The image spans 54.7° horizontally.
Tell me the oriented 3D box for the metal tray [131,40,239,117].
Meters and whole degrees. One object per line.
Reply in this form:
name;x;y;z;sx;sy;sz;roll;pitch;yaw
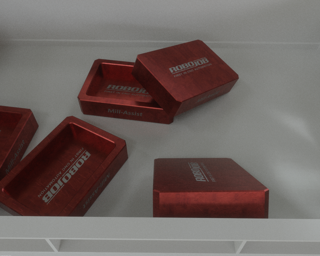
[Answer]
metal tray;0.038;-0.075;0.433;0.131;0.030;0.090;-25;66;-37

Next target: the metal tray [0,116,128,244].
metal tray;-0.109;0.052;0.356;0.090;0.030;0.130;24;54;18

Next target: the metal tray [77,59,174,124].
metal tray;-0.040;-0.055;0.447;0.131;0.030;0.090;7;50;5

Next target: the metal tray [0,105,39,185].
metal tray;-0.218;0.029;0.374;0.091;0.030;0.130;7;50;5

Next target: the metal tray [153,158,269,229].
metal tray;0.039;0.056;0.301;0.091;0.030;0.130;0;6;-1
